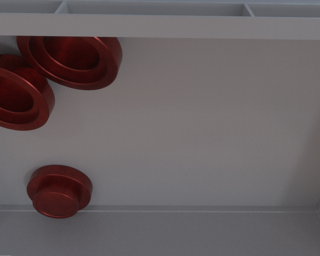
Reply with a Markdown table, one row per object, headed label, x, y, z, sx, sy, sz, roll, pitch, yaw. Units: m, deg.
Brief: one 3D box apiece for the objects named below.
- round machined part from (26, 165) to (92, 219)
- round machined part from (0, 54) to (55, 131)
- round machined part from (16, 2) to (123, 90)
| label | x | y | z | sx | sy | sz | roll | pitch | yaw |
| --- | --- | --- | --- | --- | --- | --- | --- | --- | --- |
| round machined part | -0.159 | 0.106 | 0.486 | 0.099 | 0.042 | 0.097 | 0 | 130 | 0 |
| round machined part | -0.168 | -0.044 | 0.351 | 0.099 | 0.042 | 0.097 | 5 | 139 | 4 |
| round machined part | -0.086 | -0.084 | 0.311 | 0.099 | 0.042 | 0.098 | 9 | 150 | 5 |
